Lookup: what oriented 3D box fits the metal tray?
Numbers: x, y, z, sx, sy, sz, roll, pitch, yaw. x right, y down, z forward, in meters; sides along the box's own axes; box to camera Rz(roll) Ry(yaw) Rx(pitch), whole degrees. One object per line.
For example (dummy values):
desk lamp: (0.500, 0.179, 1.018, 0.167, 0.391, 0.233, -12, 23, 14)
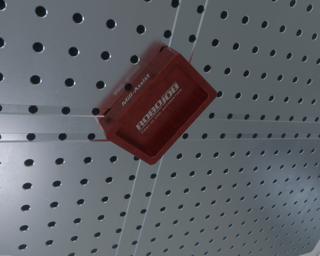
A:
metal tray: (-0.001, -0.024, 0.392, 0.130, 0.030, 0.090, -48, 129, 6)
